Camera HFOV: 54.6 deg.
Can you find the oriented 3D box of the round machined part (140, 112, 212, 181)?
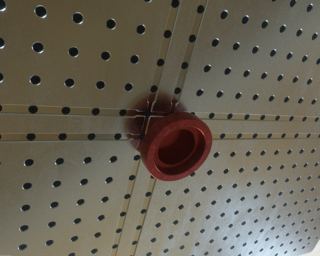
[{"bbox_3d":[0.018,0.021,0.423,0.099,0.042,0.097,-14,124,-21],"label":"round machined part"}]
